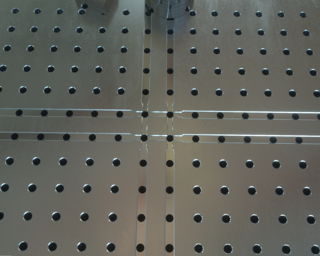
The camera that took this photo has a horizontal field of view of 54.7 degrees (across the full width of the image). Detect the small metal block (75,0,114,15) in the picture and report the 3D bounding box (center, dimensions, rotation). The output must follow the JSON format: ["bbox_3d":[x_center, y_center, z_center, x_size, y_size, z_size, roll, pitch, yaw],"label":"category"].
[{"bbox_3d":[-0.100,-0.212,0.488,0.050,0.025,0.050,17,71,6],"label":"small metal block"}]

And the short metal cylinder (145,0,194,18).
[{"bbox_3d":[0.015,-0.219,0.478,0.081,0.050,0.080,0,70,0],"label":"short metal cylinder"}]
